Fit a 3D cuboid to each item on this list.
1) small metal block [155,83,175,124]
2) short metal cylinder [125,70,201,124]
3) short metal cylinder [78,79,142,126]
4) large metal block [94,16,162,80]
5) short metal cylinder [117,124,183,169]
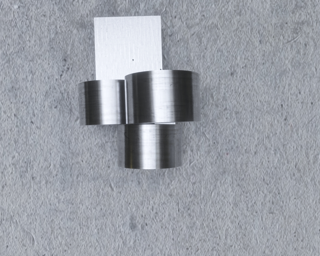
[{"bbox_3d":[0.007,-0.030,0.401,0.025,0.050,0.050,1,90,0],"label":"small metal block"},{"bbox_3d":[0.003,-0.031,0.334,0.081,0.080,0.050,-2,90,0],"label":"short metal cylinder"},{"bbox_3d":[-0.059,-0.029,0.384,0.081,0.080,0.050,-2,90,0],"label":"short metal cylinder"},{"bbox_3d":[-0.038,-0.095,0.399,0.081,0.050,0.080,-2,90,0],"label":"large metal block"},{"bbox_3d":[-0.012,0.021,0.384,0.081,0.080,0.050,0,90,0],"label":"short metal cylinder"}]
